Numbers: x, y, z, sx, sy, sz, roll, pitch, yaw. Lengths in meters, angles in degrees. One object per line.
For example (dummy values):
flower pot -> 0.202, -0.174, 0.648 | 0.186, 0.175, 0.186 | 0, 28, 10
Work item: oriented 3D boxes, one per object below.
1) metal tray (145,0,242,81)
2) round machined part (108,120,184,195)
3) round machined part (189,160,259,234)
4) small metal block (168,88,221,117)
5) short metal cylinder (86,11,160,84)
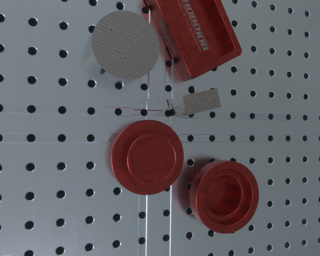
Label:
metal tray -> 0.047, -0.142, 0.427 | 0.091, 0.030, 0.129 | -29, 100, -18
round machined part -> -0.014, 0.038, 0.399 | 0.099, 0.042, 0.097 | 0, 90, -20
round machined part -> 0.086, 0.093, 0.436 | 0.099, 0.042, 0.097 | 0, 90, -20
small metal block -> 0.045, -0.034, 0.416 | 0.050, 0.050, 0.025 | -15, 95, -20
short metal cylinder -> -0.047, -0.096, 0.382 | 0.081, 0.050, 0.079 | 0, 90, -20
